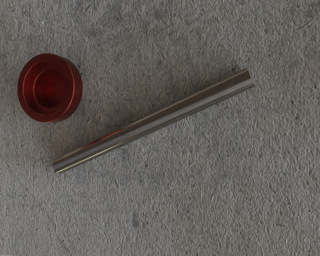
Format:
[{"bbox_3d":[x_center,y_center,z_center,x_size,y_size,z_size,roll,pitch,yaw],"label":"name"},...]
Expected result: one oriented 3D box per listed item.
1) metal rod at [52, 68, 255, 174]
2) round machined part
[{"bbox_3d":[-0.022,-0.002,0.416,0.300,0.025,0.025,-24,82,18],"label":"metal rod"},{"bbox_3d":[-0.155,-0.057,0.455,0.098,0.042,0.097,0,90,20],"label":"round machined part"}]
